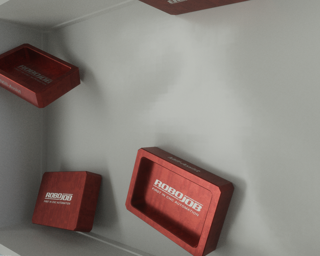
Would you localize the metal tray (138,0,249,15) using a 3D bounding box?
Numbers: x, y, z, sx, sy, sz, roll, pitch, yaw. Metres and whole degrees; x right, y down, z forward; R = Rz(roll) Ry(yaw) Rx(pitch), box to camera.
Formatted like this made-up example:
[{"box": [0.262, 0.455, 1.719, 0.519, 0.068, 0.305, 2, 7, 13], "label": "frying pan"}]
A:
[{"box": [0.039, -0.158, 0.332, 0.130, 0.091, 0.030, 5, 94, 40], "label": "metal tray"}]

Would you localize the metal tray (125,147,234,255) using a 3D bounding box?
[{"box": [0.018, 0.087, 0.388, 0.130, 0.030, 0.089, 23, 104, 37], "label": "metal tray"}]

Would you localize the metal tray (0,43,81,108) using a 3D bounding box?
[{"box": [-0.211, -0.091, 0.516, 0.130, 0.090, 0.030, 27, 138, 20], "label": "metal tray"}]

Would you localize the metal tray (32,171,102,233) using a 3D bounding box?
[{"box": [-0.157, 0.120, 0.516, 0.130, 0.030, 0.090, -8, 67, 39], "label": "metal tray"}]
